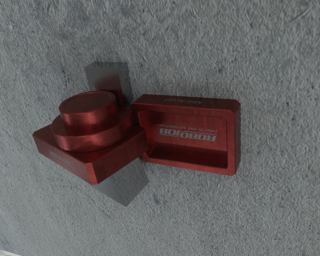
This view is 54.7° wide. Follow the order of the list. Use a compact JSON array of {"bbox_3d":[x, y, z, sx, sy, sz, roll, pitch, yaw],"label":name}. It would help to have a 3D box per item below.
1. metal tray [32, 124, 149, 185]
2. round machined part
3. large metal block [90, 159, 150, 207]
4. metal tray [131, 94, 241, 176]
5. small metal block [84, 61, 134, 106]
[{"bbox_3d":[-0.091,0.017,0.400,0.130,0.091,0.030,19,128,39],"label":"metal tray"},{"bbox_3d":[-0.085,-0.014,0.381,0.098,0.098,0.042,6,121,25],"label":"round machined part"},{"bbox_3d":[-0.071,0.054,0.437,0.080,0.050,0.080,18,141,39],"label":"large metal block"},{"bbox_3d":[0.033,0.007,0.391,0.130,0.030,0.089,6,121,24],"label":"metal tray"},{"bbox_3d":[-0.066,-0.059,0.405,0.050,0.025,0.050,6,121,24],"label":"small metal block"}]
